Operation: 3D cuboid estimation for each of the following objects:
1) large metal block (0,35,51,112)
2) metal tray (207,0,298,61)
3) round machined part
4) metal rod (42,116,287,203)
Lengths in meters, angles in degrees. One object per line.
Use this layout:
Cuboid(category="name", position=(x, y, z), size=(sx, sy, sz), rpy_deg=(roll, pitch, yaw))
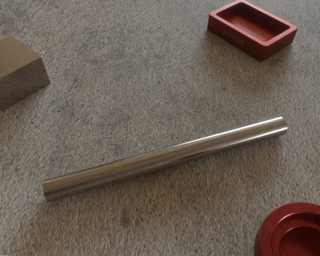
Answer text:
Cuboid(category="large metal block", position=(-0.224, -0.082, 0.453), size=(0.080, 0.050, 0.080), rpy_deg=(35, 58, 25))
Cuboid(category="metal tray", position=(0.161, -0.178, 0.551), size=(0.091, 0.030, 0.130), rpy_deg=(-32, 57, -25))
Cuboid(category="round machined part", position=(0.138, 0.124, 0.290), size=(0.099, 0.042, 0.098), rpy_deg=(0, 50, 0))
Cuboid(category="metal rod", position=(0.017, 0.033, 0.375), size=(0.302, 0.025, 0.025), rpy_deg=(-14, 52, -13))
